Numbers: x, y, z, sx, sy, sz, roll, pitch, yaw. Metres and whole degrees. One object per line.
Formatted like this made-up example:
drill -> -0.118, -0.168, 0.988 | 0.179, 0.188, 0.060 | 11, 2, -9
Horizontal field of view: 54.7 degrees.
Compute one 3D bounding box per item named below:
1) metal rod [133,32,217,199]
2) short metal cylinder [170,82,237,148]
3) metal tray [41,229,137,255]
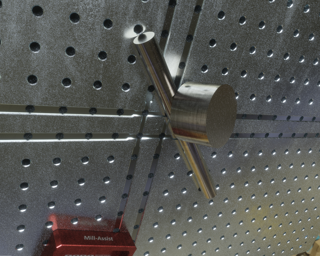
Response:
metal rod -> 0.034, 0.005, 0.434 | 0.025, 0.025, 0.299 | -32, 129, -8
short metal cylinder -> 0.057, -0.018, 0.396 | 0.081, 0.050, 0.079 | -18, 113, -49
metal tray -> -0.112, 0.202, 0.472 | 0.131, 0.030, 0.089 | 17, 109, -36
